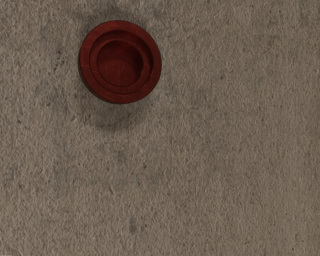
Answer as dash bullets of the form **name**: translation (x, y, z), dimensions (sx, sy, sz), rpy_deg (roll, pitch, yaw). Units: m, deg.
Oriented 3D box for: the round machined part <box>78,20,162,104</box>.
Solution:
- **round machined part**: translation (-0.051, -0.078, 0.382), dimensions (0.099, 0.042, 0.097), rpy_deg (0, 90, -21)
